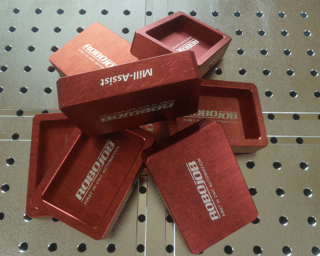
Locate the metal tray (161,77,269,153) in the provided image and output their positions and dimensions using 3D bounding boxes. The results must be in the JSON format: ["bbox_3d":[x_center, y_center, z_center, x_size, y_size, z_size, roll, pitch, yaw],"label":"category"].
[{"bbox_3d":[0.067,-0.015,0.396,0.131,0.030,0.090,2,69,-18],"label":"metal tray"}]

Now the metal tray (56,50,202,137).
[{"bbox_3d":[-0.026,-0.031,0.320,0.131,0.090,0.030,-13,71,0],"label":"metal tray"}]

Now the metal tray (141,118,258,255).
[{"bbox_3d":[0.047,0.065,0.350,0.090,0.030,0.130,-28,106,-9],"label":"metal tray"}]

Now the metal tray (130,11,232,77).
[{"bbox_3d":[0.033,-0.111,0.414,0.090,0.030,0.131,32,40,11],"label":"metal tray"}]

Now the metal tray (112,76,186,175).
[{"bbox_3d":[-0.018,-0.005,0.411,0.091,0.030,0.130,-4,68,-3],"label":"metal tray"}]

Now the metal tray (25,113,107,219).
[{"bbox_3d":[-0.114,0.045,0.393,0.091,0.030,0.130,-4,69,-2],"label":"metal tray"}]

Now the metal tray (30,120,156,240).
[{"bbox_3d":[-0.072,0.049,0.358,0.090,0.030,0.130,25,72,9],"label":"metal tray"}]

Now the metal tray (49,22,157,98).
[{"bbox_3d":[-0.078,-0.084,0.421,0.090,0.030,0.130,-43,60,-14],"label":"metal tray"}]
